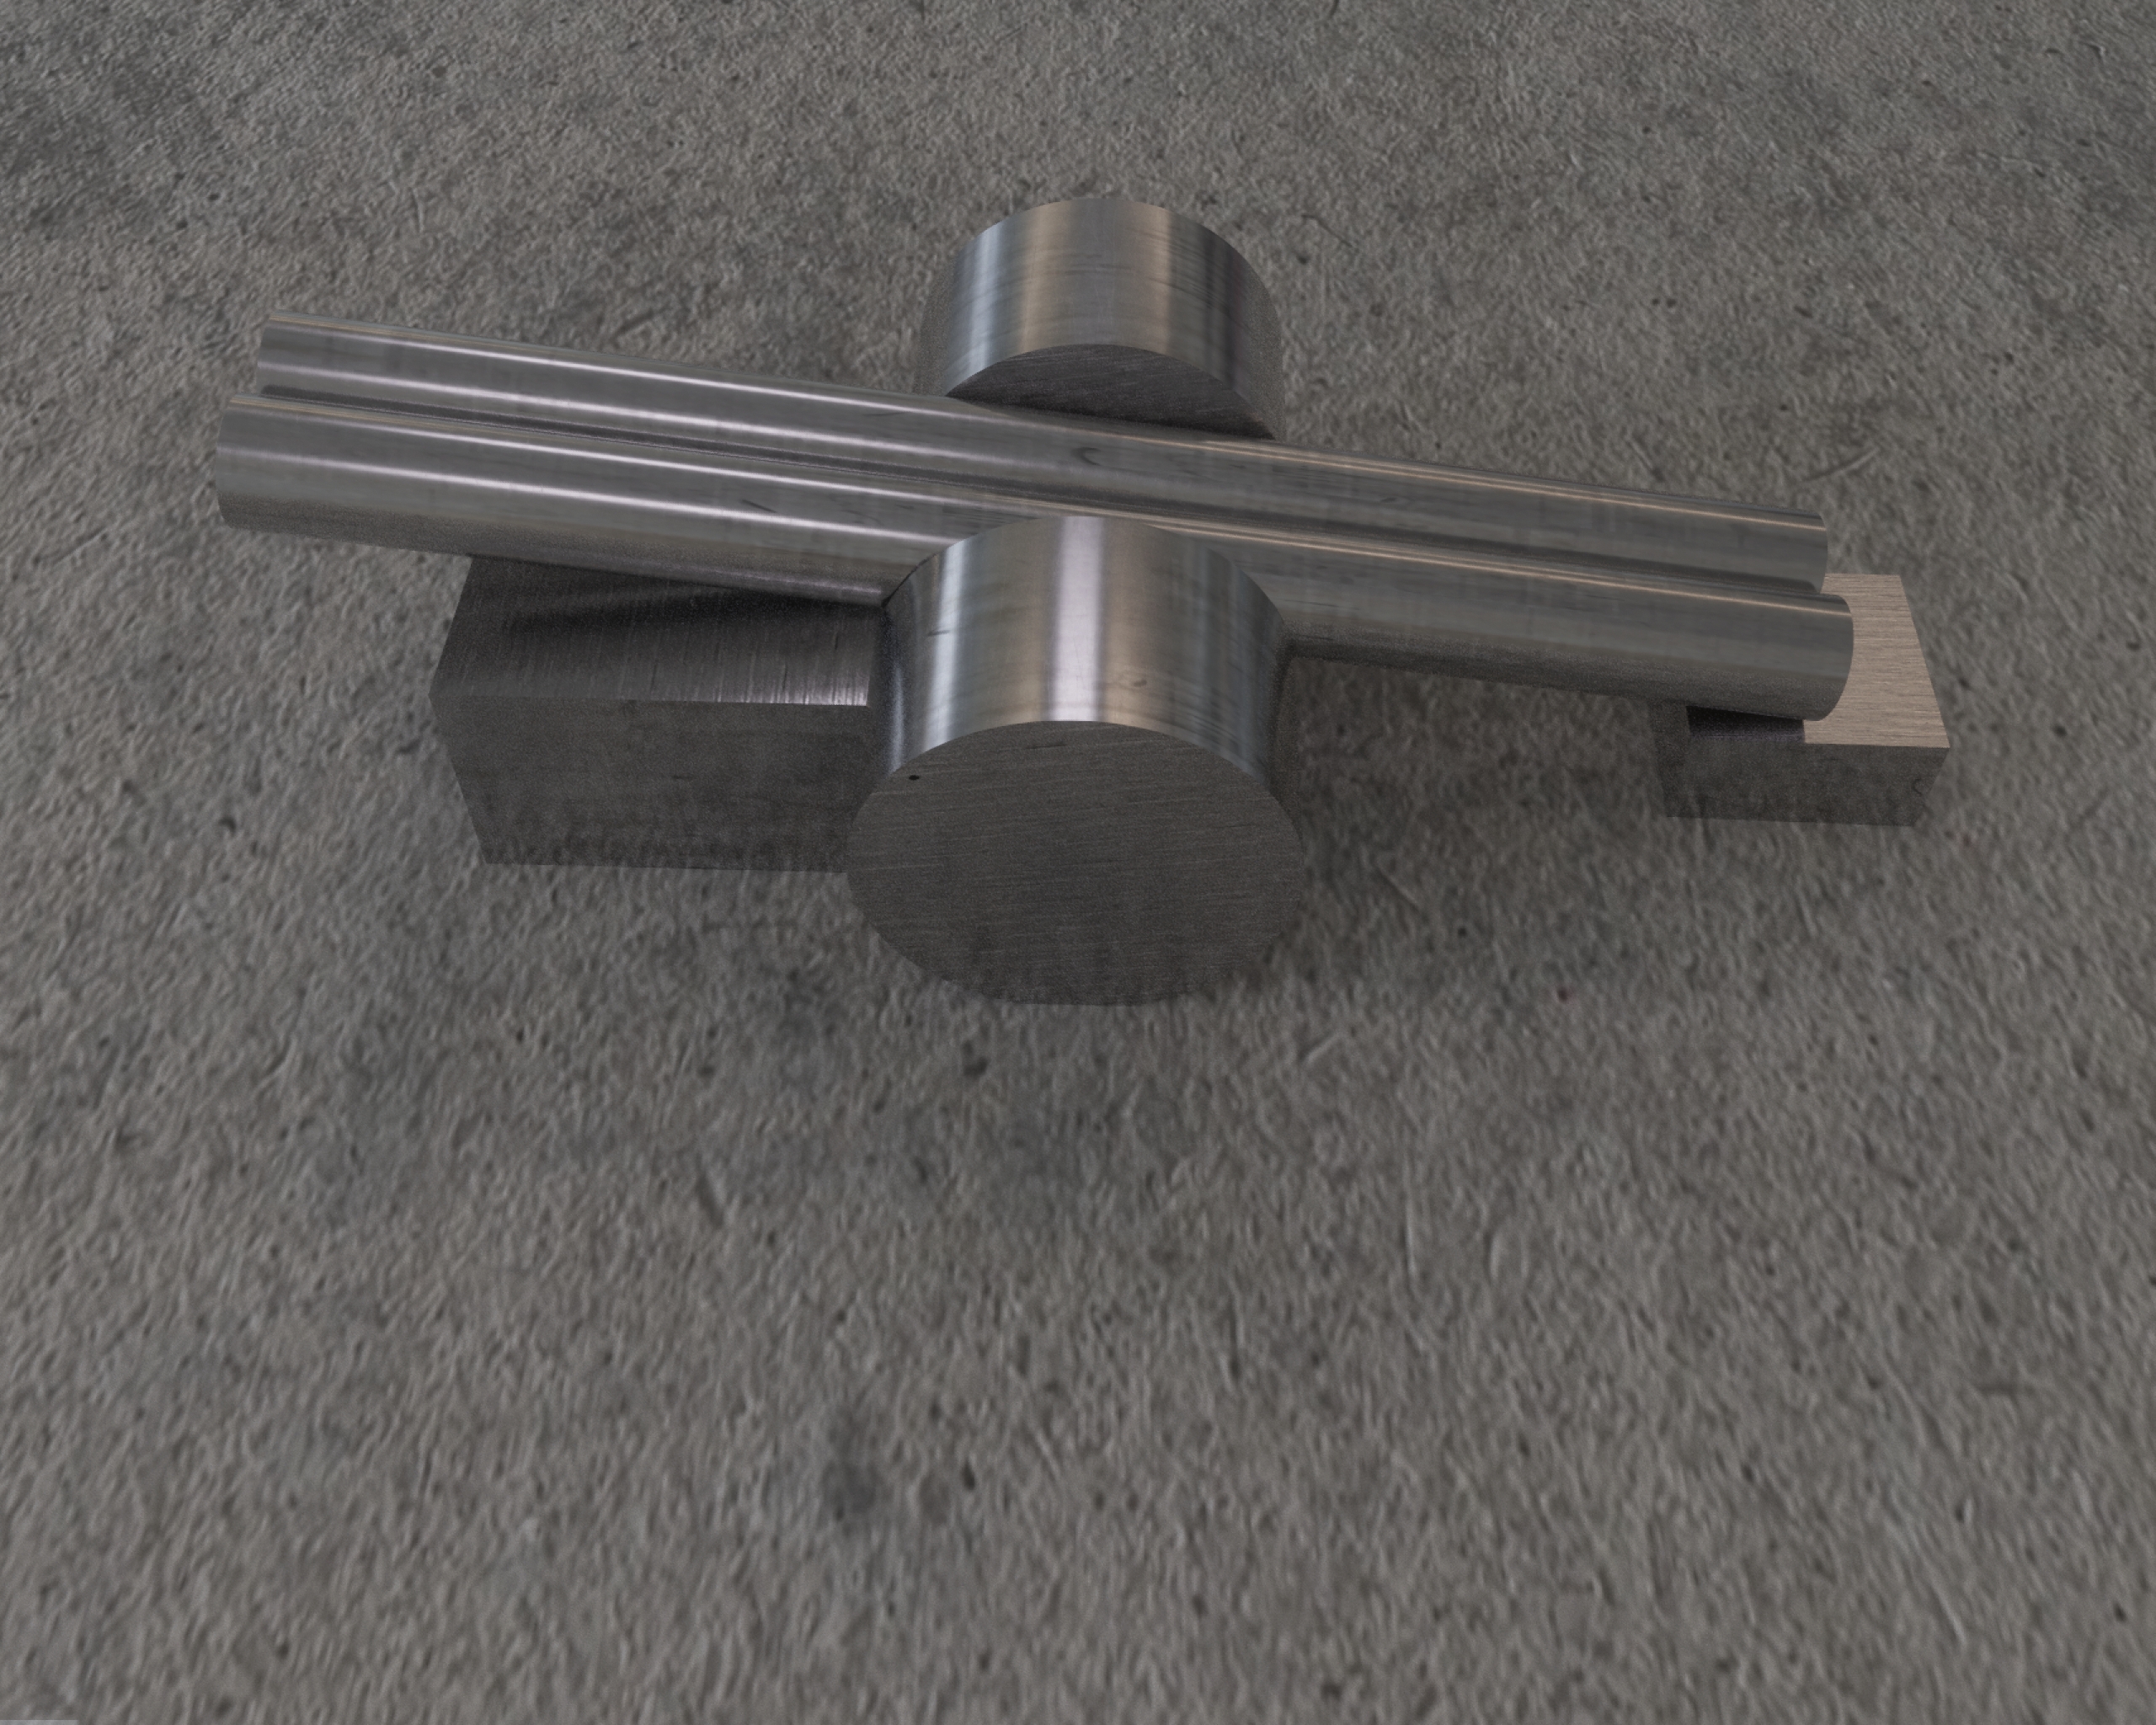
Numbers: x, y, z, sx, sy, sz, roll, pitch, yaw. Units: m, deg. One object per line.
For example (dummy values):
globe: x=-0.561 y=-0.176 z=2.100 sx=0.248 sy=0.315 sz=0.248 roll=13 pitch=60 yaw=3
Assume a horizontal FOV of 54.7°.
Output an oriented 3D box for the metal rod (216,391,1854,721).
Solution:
metal rod: x=-0.004 y=-0.057 z=0.394 sx=0.302 sy=0.025 sz=0.025 roll=6 pitch=50 yaw=-5

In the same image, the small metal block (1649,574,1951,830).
small metal block: x=0.147 y=-0.035 z=0.435 sx=0.050 sy=0.025 sz=0.050 roll=2 pitch=50 yaw=2

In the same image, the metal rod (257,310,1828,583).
metal rod: x=-0.003 y=-0.076 z=0.410 sx=0.302 sy=0.025 sz=0.025 roll=6 pitch=50 yaw=-5

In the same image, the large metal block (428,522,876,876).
large metal block: x=-0.077 y=-0.044 z=0.426 sx=0.080 sy=0.050 sz=0.080 roll=2 pitch=50 yaw=1

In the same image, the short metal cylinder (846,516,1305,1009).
short metal cylinder: x=0.000 y=-0.017 z=0.383 sx=0.080 sy=0.080 sz=0.050 roll=1 pitch=50 yaw=1

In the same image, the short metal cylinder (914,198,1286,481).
short metal cylinder: x=0.004 y=-0.093 z=0.448 sx=0.080 sy=0.080 sz=0.050 roll=1 pitch=50 yaw=1
